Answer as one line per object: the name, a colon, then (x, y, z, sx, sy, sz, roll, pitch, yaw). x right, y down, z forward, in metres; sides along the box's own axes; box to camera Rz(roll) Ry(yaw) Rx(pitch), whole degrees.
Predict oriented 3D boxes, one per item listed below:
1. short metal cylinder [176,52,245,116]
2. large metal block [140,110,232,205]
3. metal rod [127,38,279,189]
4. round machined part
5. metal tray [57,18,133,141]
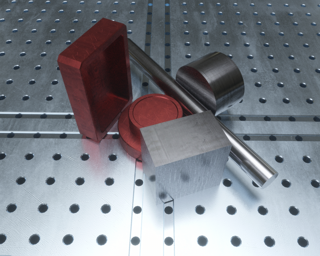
short metal cylinder: (0.066, -0.056, 0.418, 0.050, 0.080, 0.080, -30, 57, -23)
large metal block: (0.025, 0.034, 0.344, 0.081, 0.080, 0.050, -15, 52, -13)
metal rod: (0.032, -0.037, 0.411, 0.025, 0.025, 0.300, -28, 56, -22)
round machined part: (-0.006, -0.007, 0.402, 0.099, 0.042, 0.098, 0, 50, 0)
metal tray: (-0.073, -0.056, 0.386, 0.030, 0.129, 0.090, 22, 53, 17)
